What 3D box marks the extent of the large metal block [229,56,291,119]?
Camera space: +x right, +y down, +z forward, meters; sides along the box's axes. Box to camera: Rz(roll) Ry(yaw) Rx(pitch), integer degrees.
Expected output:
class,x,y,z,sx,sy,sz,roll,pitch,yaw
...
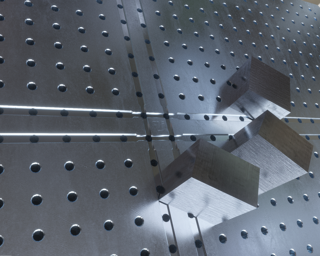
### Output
class,x,y,z,sx,sy,sz,roll,pitch,yaw
large metal block,0.168,-0.060,0.518,0.080,0.050,0.080,26,53,-12

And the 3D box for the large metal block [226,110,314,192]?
class,x,y,z,sx,sy,sz,roll,pitch,yaw
large metal block,0.147,0.034,0.430,0.080,0.080,0.050,37,51,-3

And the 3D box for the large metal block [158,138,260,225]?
class,x,y,z,sx,sy,sz,roll,pitch,yaw
large metal block,0.056,0.066,0.362,0.080,0.080,0.050,27,53,-12
